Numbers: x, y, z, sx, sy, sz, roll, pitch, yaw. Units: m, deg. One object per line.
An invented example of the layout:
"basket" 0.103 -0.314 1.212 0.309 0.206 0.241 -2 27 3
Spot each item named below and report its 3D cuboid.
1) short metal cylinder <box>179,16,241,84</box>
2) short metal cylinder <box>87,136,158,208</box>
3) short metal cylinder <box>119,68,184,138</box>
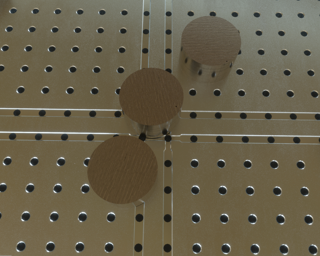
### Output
"short metal cylinder" 0.069 -0.110 0.440 0.081 0.050 0.080 0 70 -1
"short metal cylinder" -0.043 0.055 0.378 0.081 0.050 0.080 0 70 0
"short metal cylinder" -0.011 -0.032 0.410 0.081 0.050 0.080 0 70 0
